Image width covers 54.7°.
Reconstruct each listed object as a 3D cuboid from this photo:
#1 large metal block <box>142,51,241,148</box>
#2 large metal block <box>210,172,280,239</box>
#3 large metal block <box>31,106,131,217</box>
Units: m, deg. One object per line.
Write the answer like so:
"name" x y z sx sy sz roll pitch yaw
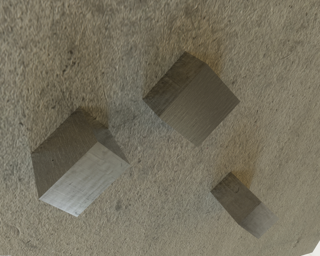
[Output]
"large metal block" 0.040 -0.035 0.391 0.080 0.050 0.080 -48 129 6
"large metal block" 0.145 0.133 0.532 0.050 0.080 0.080 -46 129 4
"large metal block" -0.091 0.035 0.343 0.080 0.080 0.050 -44 129 2
